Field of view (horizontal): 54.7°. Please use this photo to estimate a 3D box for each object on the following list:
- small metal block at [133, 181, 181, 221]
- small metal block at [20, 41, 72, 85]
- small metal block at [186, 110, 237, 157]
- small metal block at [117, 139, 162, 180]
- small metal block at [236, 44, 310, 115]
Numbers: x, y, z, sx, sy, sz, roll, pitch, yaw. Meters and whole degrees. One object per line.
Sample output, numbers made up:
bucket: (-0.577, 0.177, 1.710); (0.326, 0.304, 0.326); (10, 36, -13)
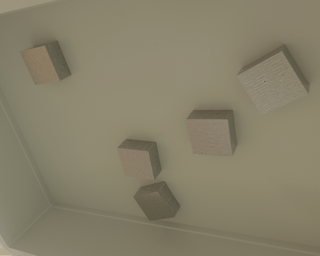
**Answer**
small metal block: (-0.005, 0.114, 0.482); (0.050, 0.025, 0.050); (-21, 108, 36)
small metal block: (-0.161, -0.091, 0.437); (0.050, 0.025, 0.050); (-3, 117, 29)
small metal block: (0.064, 0.006, 0.378); (0.050, 0.025, 0.050); (1, 119, 27)
small metal block: (-0.029, 0.046, 0.452); (0.050, 0.025, 0.050); (4, 120, 26)
small metal block: (0.116, -0.049, 0.317); (0.050, 0.025, 0.050); (-28, 103, 37)
